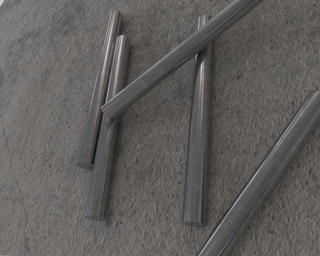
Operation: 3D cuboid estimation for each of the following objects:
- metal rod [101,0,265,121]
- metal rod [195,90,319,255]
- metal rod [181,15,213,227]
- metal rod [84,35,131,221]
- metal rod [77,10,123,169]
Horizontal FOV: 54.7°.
[{"bbox_3d":[0.045,-0.111,0.415,0.300,0.025,0.025,-38,51,4],"label":"metal rod"},{"bbox_3d":[0.081,0.084,0.309,0.025,0.025,0.300,31,79,38],"label":"metal rod"},{"bbox_3d":[0.052,-0.030,0.395,0.025,0.025,0.299,-7,58,25],"label":"metal rod"},{"bbox_3d":[-0.071,-0.019,0.453,0.025,0.025,0.299,-10,57,23],"label":"metal rod"},{"bbox_3d":[-0.091,-0.078,0.499,0.025,0.025,0.299,-9,57,23],"label":"metal rod"}]
